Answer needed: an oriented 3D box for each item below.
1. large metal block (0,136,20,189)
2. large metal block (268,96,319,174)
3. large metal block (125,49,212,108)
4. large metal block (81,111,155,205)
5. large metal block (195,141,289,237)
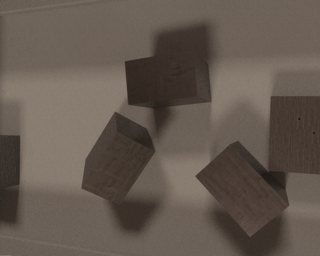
[{"bbox_3d":[-0.265,0.052,0.472,0.050,0.080,0.079,1,90,20],"label":"large metal block"},{"bbox_3d":[0.163,0.007,0.340,0.080,0.050,0.079,2,91,19],"label":"large metal block"},{"bbox_3d":[0.013,-0.055,0.376,0.080,0.080,0.050,-5,88,19],"label":"large metal block"},{"bbox_3d":[-0.054,0.035,0.392,0.050,0.080,0.080,30,102,-18],"label":"large metal block"},{"bbox_3d":[0.094,0.062,0.348,0.050,0.080,0.080,-46,76,14],"label":"large metal block"}]
